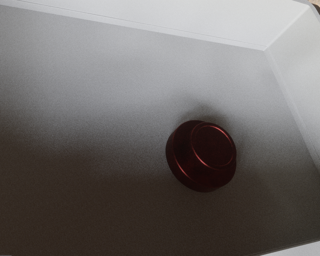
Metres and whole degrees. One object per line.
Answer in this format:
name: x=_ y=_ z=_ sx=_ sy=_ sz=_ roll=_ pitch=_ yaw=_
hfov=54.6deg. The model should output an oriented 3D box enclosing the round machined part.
round machined part: x=0.061 y=0.031 z=0.408 sx=0.099 sy=0.042 sz=0.098 roll=13 pitch=56 yaw=-21
